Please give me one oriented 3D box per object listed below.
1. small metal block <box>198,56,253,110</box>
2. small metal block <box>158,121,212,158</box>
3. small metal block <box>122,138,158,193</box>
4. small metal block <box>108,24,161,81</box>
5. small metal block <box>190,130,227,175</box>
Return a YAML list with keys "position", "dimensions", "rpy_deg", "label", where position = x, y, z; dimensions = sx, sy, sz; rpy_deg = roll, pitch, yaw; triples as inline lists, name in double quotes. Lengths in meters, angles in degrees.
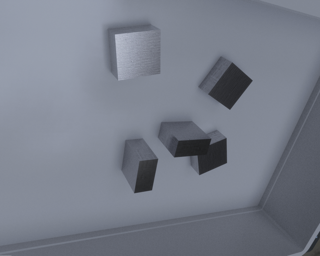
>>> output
- position: [0.089, -0.060, 0.420]
  dimensions: [0.050, 0.025, 0.050]
  rpy_deg: [28, 103, -38]
  label: "small metal block"
- position: [0.032, 0.014, 0.418]
  dimensions: [0.050, 0.050, 0.025]
  rpy_deg: [-2, 119, -28]
  label: "small metal block"
- position: [-0.028, 0.049, 0.407]
  dimensions: [0.025, 0.050, 0.050]
  rpy_deg: [-4, 120, -27]
  label: "small metal block"
- position: [-0.028, -0.084, 0.342]
  dimensions: [0.050, 0.025, 0.050]
  rpy_deg: [-13, 124, -21]
  label: "small metal block"
- position: [0.074, 0.037, 0.472]
  dimensions: [0.050, 0.025, 0.050]
  rpy_deg: [-21, 127, -16]
  label: "small metal block"
